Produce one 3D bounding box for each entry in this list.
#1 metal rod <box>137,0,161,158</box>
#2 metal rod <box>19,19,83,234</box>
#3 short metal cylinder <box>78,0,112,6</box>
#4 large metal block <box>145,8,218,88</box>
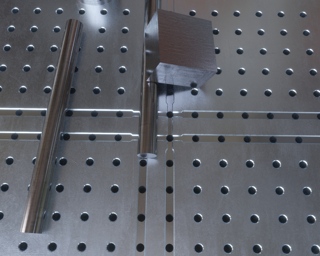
[{"bbox_3d":[-0.013,-0.105,0.449,0.025,0.025,0.299,1,70,0],"label":"metal rod"},{"bbox_3d":[-0.140,-0.016,0.416,0.025,0.025,0.299,4,70,1],"label":"metal rod"},{"bbox_3d":[-0.104,-0.242,0.486,0.081,0.050,0.080,0,70,0],"label":"short metal cylinder"},{"bbox_3d":[0.026,-0.106,0.423,0.081,0.050,0.080,5,70,-21],"label":"large metal block"}]
